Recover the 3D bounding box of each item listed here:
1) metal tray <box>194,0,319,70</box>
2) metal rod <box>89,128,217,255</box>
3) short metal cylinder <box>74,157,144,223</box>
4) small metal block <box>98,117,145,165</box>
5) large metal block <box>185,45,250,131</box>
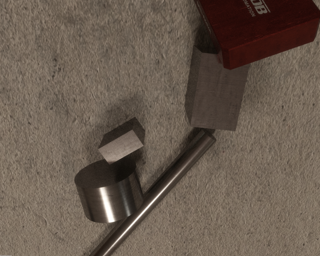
[{"bbox_3d":[0.088,-0.129,0.314,0.090,0.130,0.030,-19,150,6],"label":"metal tray"},{"bbox_3d":[-0.027,0.119,0.453,0.025,0.025,0.299,36,106,-13],"label":"metal rod"},{"bbox_3d":[-0.066,0.079,0.409,0.080,0.080,0.050,-10,110,3],"label":"short metal cylinder"},{"bbox_3d":[-0.048,0.015,0.401,0.050,0.050,0.025,-30,108,10],"label":"small metal block"},{"bbox_3d":[0.062,-0.050,0.363,0.050,0.080,0.079,6,110,-3],"label":"large metal block"}]
